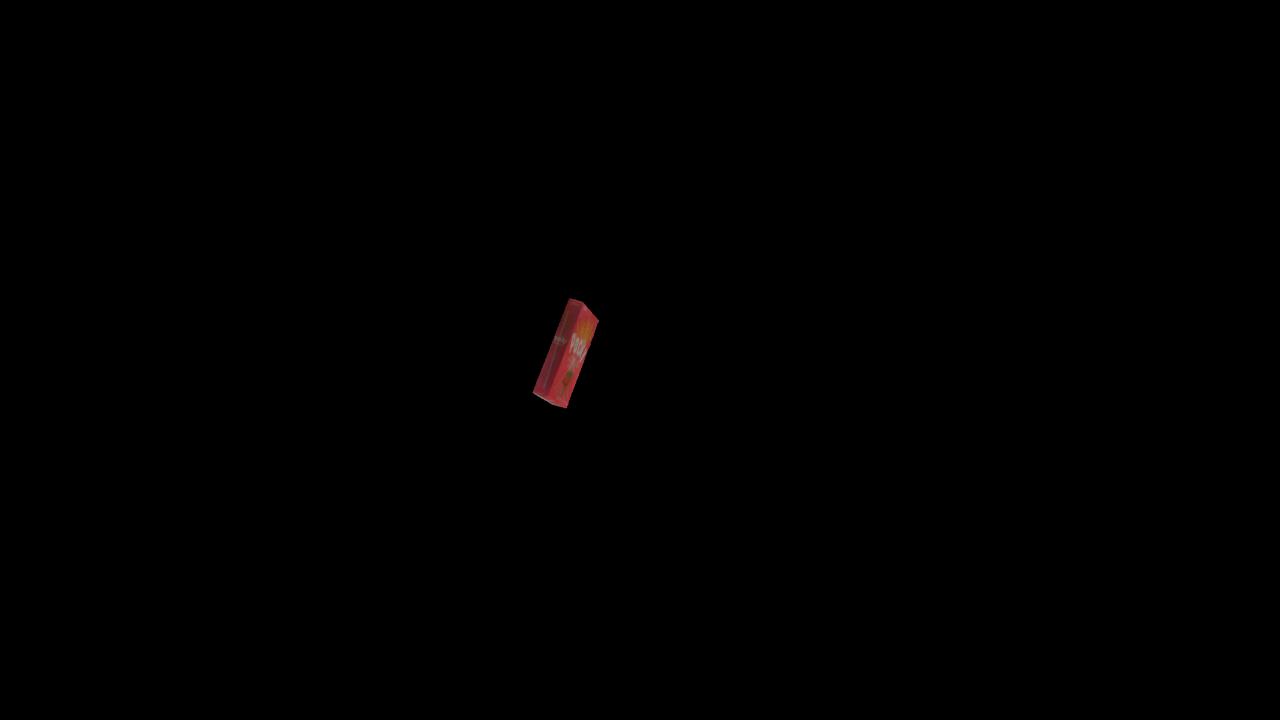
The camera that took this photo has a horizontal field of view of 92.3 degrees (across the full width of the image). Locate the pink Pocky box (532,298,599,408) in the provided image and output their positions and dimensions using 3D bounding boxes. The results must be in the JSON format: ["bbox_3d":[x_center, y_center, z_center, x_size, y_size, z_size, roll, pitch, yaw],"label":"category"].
[{"bbox_3d":[-0.111,-0.009,0.941,0.029,0.155,0.084,16,-12,17],"label":"pink Pocky box"}]
